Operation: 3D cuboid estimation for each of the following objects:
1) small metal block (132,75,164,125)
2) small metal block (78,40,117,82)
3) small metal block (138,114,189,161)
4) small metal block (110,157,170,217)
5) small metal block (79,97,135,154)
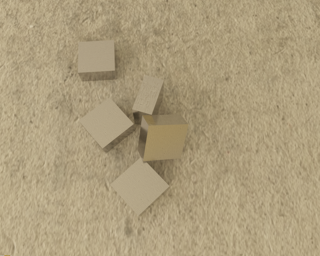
[{"bbox_3d":[-0.015,-0.033,0.407,0.025,0.050,0.050,17,71,6],"label":"small metal block"},{"bbox_3d":[-0.089,-0.096,0.442,0.050,0.025,0.050,-4,70,-2],"label":"small metal block"},{"bbox_3d":[0.003,0.012,0.381,0.050,0.050,0.025,-2,31,-21],"label":"small metal block"},{"bbox_3d":[-0.024,0.073,0.381,0.050,0.025,0.050,-42,76,-14],"label":"small metal block"},{"bbox_3d":[-0.069,-0.003,0.409,0.050,0.025,0.050,-39,75,-13],"label":"small metal block"}]
